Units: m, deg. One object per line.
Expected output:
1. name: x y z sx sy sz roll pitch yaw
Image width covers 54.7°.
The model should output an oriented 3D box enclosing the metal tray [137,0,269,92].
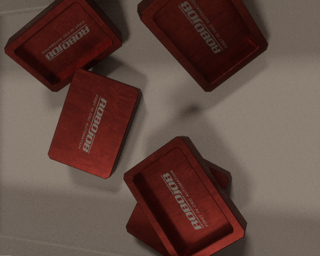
1. metal tray: 0.050 -0.111 0.343 0.090 0.130 0.030 -38 37 16

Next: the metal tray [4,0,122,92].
1. metal tray: -0.128 -0.116 0.420 0.130 0.090 0.030 -31 40 17

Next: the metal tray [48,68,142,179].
1. metal tray: -0.088 -0.006 0.425 0.090 0.030 0.129 20 97 2

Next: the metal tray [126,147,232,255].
1. metal tray: 0.023 0.096 0.399 0.090 0.030 0.129 28 99 17

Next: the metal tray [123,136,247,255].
1. metal tray: 0.028 0.085 0.364 0.090 0.030 0.130 -37 79 16
